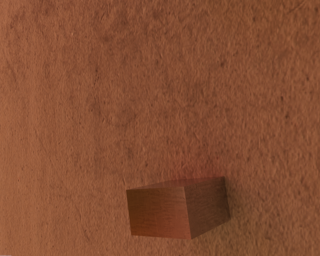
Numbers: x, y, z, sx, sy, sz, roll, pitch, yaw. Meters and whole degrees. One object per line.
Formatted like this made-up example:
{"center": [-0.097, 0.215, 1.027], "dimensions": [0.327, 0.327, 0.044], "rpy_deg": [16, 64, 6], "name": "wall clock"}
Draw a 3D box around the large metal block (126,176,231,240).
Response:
{"center": [0.021, 0.087, 0.350], "dimensions": [0.080, 0.081, 0.050], "rpy_deg": [-12, 82, 39], "name": "large metal block"}
